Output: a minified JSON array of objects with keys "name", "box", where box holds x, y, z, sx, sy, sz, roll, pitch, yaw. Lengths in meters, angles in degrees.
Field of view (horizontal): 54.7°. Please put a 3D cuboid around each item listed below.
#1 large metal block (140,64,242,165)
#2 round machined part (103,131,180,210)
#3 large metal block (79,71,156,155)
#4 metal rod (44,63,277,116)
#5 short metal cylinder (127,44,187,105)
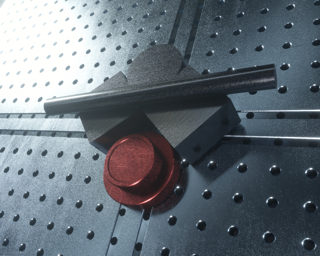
[{"name":"large metal block","box":[0.036,-0.017,0.375,0.080,0.050,0.080,-41,51,1]},{"name":"round machined part","box":[-0.028,0.046,0.379,0.098,0.042,0.098,-13,56,21]},{"name":"large metal block","box":[-0.062,-0.019,0.431,0.080,0.050,0.080,-34,53,5]},{"name":"metal rod","box":[-0.020,-0.040,0.372,0.300,0.025,0.025,-5,60,26]},{"name":"short metal cylinder","box":[0.002,-0.068,0.428,0.080,0.050,0.080,-13,56,21]}]
